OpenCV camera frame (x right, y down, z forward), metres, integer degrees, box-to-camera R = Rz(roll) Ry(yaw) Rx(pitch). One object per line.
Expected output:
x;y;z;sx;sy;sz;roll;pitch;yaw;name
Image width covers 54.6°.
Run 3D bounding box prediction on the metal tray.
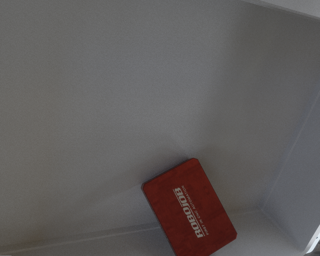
0.041;0.120;0.450;0.090;0.030;0.130;-27;86;-12;metal tray
